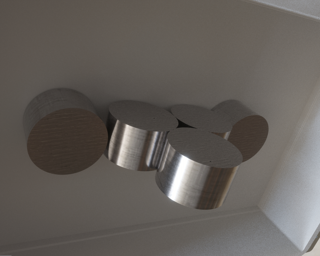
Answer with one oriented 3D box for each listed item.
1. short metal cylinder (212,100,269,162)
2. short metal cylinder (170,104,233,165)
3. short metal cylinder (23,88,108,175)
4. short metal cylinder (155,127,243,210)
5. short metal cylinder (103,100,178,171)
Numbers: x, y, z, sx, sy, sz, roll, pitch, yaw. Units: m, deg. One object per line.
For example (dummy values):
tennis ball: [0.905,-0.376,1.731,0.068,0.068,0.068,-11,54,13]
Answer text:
short metal cylinder: [0.109,0.005,0.453,0.081,0.050,0.079,-14,124,-21]
short metal cylinder: [0.046,0.009,0.401,0.081,0.080,0.050,2,118,-29]
short metal cylinder: [-0.103,0.004,0.336,0.081,0.050,0.079,-14,124,-21]
short metal cylinder: [0.040,0.040,0.329,0.081,0.080,0.050,2,118,-29]
short metal cylinder: [-0.024,0.007,0.361,0.081,0.080,0.050,2,118,-29]
